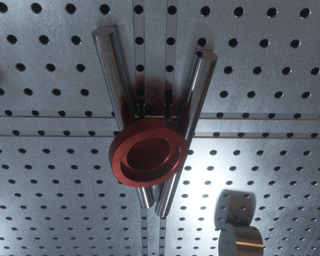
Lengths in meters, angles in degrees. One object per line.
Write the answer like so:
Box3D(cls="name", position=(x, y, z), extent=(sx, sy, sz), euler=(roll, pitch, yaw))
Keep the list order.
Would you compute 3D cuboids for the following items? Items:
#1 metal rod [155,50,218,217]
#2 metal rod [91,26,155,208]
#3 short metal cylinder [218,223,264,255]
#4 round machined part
Box3D(cls="metal rod", position=(0.028, 0.031, 0.438), extent=(0.025, 0.025, 0.298), euler=(7, 130, -6))
Box3D(cls="metal rod", position=(-0.040, 0.011, 0.420), extent=(0.025, 0.025, 0.298), euler=(-6, 130, 4))
Box3D(cls="short metal cylinder", position=(0.145, 0.217, 0.563), extent=(0.050, 0.080, 0.079), euler=(10, 129, -9))
Box3D(cls="round machined part", position=(-0.017, 0.027, 0.397), extent=(0.099, 0.042, 0.097), euler=(-11, 129, -14))
